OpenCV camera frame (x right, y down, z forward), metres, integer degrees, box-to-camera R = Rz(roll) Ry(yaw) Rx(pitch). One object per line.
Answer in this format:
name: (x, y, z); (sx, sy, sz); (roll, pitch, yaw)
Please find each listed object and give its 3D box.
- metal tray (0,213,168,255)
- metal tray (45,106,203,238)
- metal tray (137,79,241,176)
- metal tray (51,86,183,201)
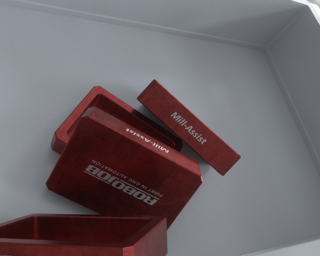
metal tray: (-0.068, 0.089, 0.232); (0.130, 0.090, 0.030); (-3, 85, 14)
metal tray: (-0.035, 0.048, 0.314); (0.131, 0.090, 0.030); (29, 18, -10)
metal tray: (0.034, -0.002, 0.384); (0.130, 0.090, 0.030); (42, 93, 0)
metal tray: (-0.046, 0.019, 0.365); (0.130, 0.030, 0.090); (34, 51, -6)
